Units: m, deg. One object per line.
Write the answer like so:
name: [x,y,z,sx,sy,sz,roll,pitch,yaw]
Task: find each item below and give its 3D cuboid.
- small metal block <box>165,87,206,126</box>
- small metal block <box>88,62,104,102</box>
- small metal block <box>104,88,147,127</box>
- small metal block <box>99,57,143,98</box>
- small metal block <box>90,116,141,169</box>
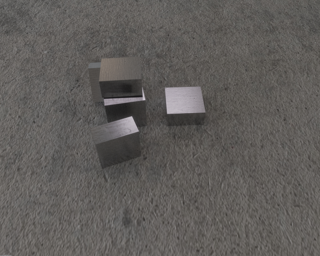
small metal block: [0.033,-0.030,0.429,0.050,0.025,0.050,-2,50,-2]
small metal block: [-0.071,-0.066,0.438,0.050,0.050,0.025,-4,29,-4]
small metal block: [-0.045,-0.024,0.407,0.050,0.050,0.025,-9,51,-7]
small metal block: [-0.049,-0.065,0.394,0.050,0.025,0.050,-4,45,-3]
small metal block: [-0.052,0.018,0.371,0.050,0.050,0.025,-17,52,-14]
